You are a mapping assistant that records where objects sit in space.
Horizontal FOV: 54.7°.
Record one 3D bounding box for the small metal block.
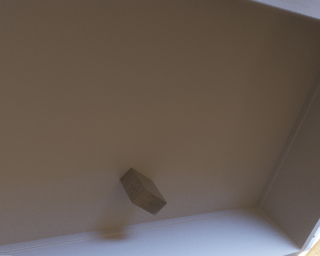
[{"bbox_3d":[-0.024,0.089,0.436,0.025,0.050,0.050,-46,130,3],"label":"small metal block"}]
